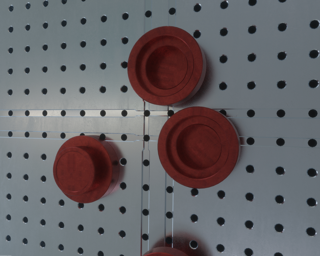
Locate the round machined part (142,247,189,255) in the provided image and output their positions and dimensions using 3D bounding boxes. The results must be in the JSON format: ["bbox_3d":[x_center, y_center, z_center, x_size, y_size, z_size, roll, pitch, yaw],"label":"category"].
[{"bbox_3d":[0.012,0.202,0.400,0.098,0.042,0.097,0,90,20],"label":"round machined part"}]

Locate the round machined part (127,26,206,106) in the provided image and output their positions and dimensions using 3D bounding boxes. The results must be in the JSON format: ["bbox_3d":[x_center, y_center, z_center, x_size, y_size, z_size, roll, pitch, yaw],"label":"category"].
[{"bbox_3d":[0.011,-0.077,0.400,0.098,0.042,0.097,0,90,20],"label":"round machined part"}]

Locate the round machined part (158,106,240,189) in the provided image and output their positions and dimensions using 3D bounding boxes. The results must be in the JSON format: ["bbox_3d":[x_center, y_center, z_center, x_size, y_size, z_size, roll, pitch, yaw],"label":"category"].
[{"bbox_3d":[0.050,0.023,0.386,0.098,0.042,0.097,0,90,20],"label":"round machined part"}]

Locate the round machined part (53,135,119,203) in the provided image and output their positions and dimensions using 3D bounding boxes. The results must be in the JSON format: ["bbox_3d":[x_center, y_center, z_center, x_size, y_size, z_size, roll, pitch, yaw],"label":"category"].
[{"bbox_3d":[-0.112,0.059,0.444,0.098,0.042,0.097,0,90,20],"label":"round machined part"}]
